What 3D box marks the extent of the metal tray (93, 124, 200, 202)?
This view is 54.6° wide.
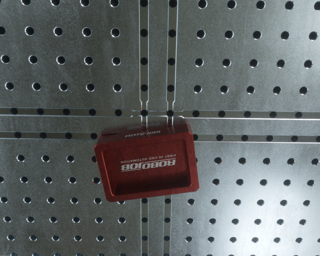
[{"bbox_3d":[-0.016,0.049,0.428,0.131,0.030,0.089,-8,110,3],"label":"metal tray"}]
